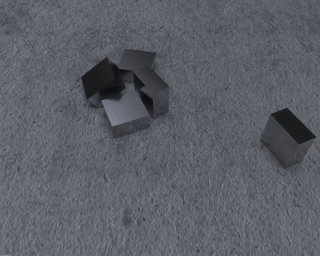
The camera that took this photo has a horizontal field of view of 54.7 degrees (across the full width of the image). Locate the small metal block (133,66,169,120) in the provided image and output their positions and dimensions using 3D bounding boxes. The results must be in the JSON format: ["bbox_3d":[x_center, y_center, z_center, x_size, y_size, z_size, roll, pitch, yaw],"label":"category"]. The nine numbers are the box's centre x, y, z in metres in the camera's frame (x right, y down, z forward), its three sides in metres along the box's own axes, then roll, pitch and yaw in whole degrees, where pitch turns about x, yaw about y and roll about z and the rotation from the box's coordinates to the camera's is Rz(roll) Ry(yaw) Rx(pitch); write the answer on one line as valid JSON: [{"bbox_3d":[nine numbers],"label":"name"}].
[{"bbox_3d":[-0.012,-0.049,0.428,0.025,0.050,0.050,-27,55,-20],"label":"small metal block"}]

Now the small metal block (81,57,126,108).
[{"bbox_3d":[-0.081,-0.065,0.442,0.050,0.025,0.050,-34,51,14],"label":"small metal block"}]

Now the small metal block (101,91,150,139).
[{"bbox_3d":[-0.046,-0.019,0.419,0.050,0.025,0.050,-18,52,-14],"label":"small metal block"}]

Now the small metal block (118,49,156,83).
[{"bbox_3d":[-0.035,-0.096,0.483,0.050,0.025,0.050,9,51,7],"label":"small metal block"}]

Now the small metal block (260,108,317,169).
[{"bbox_3d":[0.154,0.013,0.377,0.025,0.050,0.050,-20,53,-16],"label":"small metal block"}]
